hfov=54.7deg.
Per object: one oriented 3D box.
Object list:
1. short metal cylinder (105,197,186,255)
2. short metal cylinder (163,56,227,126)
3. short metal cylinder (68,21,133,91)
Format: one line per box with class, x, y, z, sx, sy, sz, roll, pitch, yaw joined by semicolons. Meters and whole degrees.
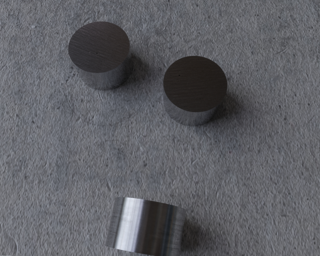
short metal cylinder;-0.015;0.109;0.339;0.080;0.080;0.050;9;70;3
short metal cylinder;0.044;-0.048;0.413;0.081;0.050;0.080;0;70;0
short metal cylinder;-0.080;-0.099;0.430;0.081;0.050;0.080;0;70;0
